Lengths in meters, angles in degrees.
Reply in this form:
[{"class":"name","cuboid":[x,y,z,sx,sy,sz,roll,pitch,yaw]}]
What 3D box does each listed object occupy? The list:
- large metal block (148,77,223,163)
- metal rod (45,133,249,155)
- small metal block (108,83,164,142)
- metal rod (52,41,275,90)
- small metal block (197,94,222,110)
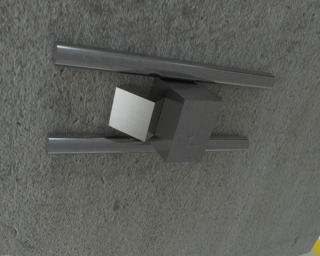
[{"class":"large metal block","cuboid":[0.021,-0.014,0.380,0.050,0.080,0.079,1,118,-29]},{"class":"metal rod","cuboid":[0.004,0.021,0.425,0.303,0.025,0.025,2,118,-30]},{"class":"small metal block","cuboid":[-0.028,-0.019,0.365,0.025,0.050,0.050,-36,146,-60]},{"class":"metal rod","cuboid":[0.027,-0.071,0.381,0.303,0.025,0.025,1,118,-29]},{"class":"small metal block","cuboid":[0.062,-0.016,0.416,0.025,0.050,0.050,19,114,9]}]
